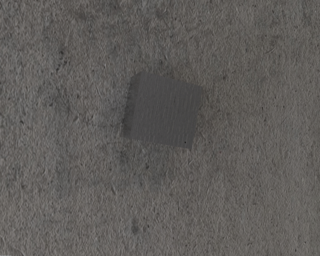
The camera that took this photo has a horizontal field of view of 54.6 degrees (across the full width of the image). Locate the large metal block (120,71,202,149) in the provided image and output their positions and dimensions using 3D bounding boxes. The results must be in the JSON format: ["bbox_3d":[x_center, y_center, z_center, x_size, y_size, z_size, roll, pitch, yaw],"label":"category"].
[{"bbox_3d":[0.001,-0.020,0.396,0.081,0.050,0.080,11,86,-20],"label":"large metal block"}]
